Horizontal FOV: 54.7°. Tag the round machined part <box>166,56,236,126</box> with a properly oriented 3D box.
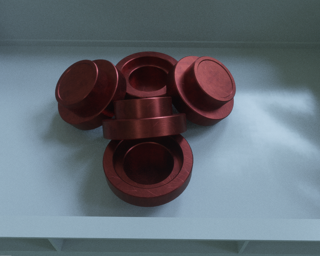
[{"bbox_3d":[0.061,-0.055,0.409,0.099,0.042,0.098,15,58,-26],"label":"round machined part"}]

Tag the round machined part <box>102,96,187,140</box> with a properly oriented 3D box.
[{"bbox_3d":[-0.019,-0.014,0.366,0.099,0.098,0.042,-5,95,-4],"label":"round machined part"}]

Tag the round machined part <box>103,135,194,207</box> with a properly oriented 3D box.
[{"bbox_3d":[-0.013,0.045,0.353,0.099,0.042,0.098,0,50,0],"label":"round machined part"}]

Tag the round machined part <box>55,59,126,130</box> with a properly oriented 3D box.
[{"bbox_3d":[-0.097,-0.050,0.405,0.098,0.042,0.098,-13,60,24],"label":"round machined part"}]

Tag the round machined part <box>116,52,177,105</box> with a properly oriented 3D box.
[{"bbox_3d":[-0.016,-0.063,0.443,0.099,0.042,0.098,0,50,0],"label":"round machined part"}]
